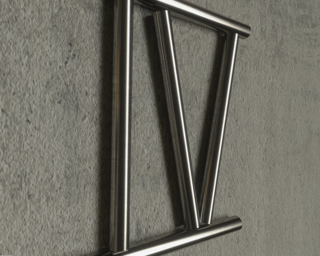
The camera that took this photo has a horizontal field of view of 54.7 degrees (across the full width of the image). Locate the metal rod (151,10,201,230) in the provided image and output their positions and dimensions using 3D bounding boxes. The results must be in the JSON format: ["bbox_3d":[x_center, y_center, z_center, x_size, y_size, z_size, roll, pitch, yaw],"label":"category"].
[{"bbox_3d":[0.024,-0.005,0.427,0.025,0.025,0.298,-15,100,-39],"label":"metal rod"}]

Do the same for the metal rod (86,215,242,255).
[{"bbox_3d":[0.011,0.156,0.417,0.302,0.025,0.025,1,89,-40],"label":"metal rod"}]

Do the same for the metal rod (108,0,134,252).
[{"bbox_3d":[-0.046,-0.008,0.368,0.025,0.025,0.298,2,89,-40],"label":"metal rod"}]

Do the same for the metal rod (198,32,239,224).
[{"bbox_3d":[0.091,-0.005,0.484,0.025,0.025,0.299,17,79,-39],"label":"metal rod"}]

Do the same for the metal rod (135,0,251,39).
[{"bbox_3d":[0.030,-0.167,0.433,0.302,0.025,0.025,1,89,-40],"label":"metal rod"}]
